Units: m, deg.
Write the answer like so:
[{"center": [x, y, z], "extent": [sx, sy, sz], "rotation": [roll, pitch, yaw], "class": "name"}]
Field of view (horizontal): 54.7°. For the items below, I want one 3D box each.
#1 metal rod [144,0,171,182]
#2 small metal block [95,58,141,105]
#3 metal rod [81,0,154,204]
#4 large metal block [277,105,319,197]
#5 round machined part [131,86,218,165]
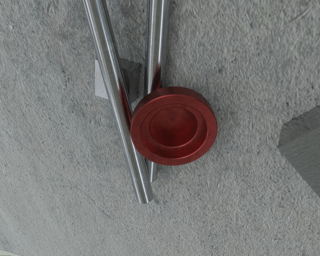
[{"center": [-0.007, -0.053, 0.376], "extent": [0.025, 0.025, 0.298], "rotation": [17, 125, 18], "class": "metal rod"}, {"center": [-0.055, -0.062, 0.396], "extent": [0.050, 0.025, 0.050], "rotation": [19, 126, 16], "class": "small metal block"}, {"center": [-0.049, -0.031, 0.379], "extent": [0.025, 0.025, 0.298], "rotation": [2, 119, 27], "class": "metal rod"}, {"center": [0.179, 0.019, 0.308], "extent": [0.080, 0.050, 0.080], "rotation": [48, 128, -6], "class": "large metal block"}, {"center": [0.015, -0.006, 0.367], "extent": [0.099, 0.042, 0.097], "rotation": [-1, 123, -2], "class": "round machined part"}]
